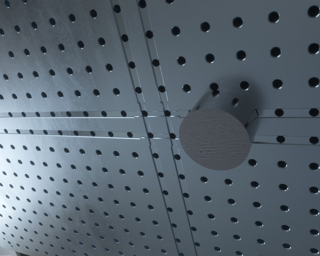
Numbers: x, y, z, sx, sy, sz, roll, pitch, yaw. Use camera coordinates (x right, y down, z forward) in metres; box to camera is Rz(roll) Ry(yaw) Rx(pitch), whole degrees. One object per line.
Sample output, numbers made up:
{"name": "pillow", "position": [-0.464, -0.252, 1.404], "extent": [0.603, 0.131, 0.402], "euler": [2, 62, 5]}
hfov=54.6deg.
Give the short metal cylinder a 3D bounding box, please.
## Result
{"name": "short metal cylinder", "position": [0.069, 0.002, 0.360], "extent": [0.080, 0.050, 0.080], "euler": [13, 124, 21]}
